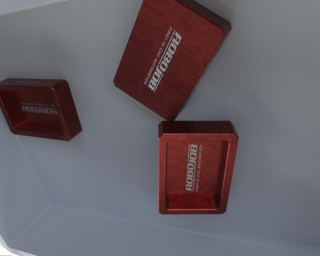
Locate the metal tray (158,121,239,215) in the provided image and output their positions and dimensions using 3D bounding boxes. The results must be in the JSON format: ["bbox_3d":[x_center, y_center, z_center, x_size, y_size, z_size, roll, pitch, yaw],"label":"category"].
[{"bbox_3d":[0.043,0.053,0.392,0.091,0.030,0.129,0,122,-1],"label":"metal tray"}]

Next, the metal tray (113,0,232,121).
[{"bbox_3d":[0.008,-0.080,0.352,0.090,0.030,0.129,34,129,5],"label":"metal tray"}]

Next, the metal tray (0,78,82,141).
[{"bbox_3d":[-0.193,-0.030,0.488,0.130,0.030,0.089,5,121,25],"label":"metal tray"}]
